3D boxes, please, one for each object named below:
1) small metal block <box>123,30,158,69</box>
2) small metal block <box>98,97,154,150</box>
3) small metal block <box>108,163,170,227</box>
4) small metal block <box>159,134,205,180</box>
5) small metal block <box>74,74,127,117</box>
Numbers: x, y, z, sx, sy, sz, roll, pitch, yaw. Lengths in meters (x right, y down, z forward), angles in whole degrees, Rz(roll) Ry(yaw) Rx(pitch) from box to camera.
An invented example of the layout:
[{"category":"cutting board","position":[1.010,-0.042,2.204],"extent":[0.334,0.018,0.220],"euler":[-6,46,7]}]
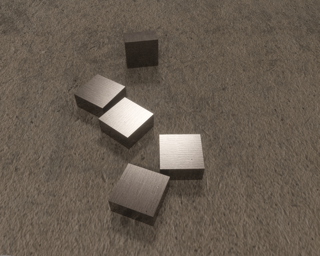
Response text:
[{"category":"small metal block","position":[-0.030,-0.124,0.491],"extent":[0.050,0.050,0.025],"euler":[-7,51,-7]},{"category":"small metal block","position":[-0.044,-0.007,0.409],"extent":[0.050,0.025,0.050],"euler":[31,56,23]},{"category":"small metal block","position":[-0.022,0.073,0.342],"extent":[0.050,0.025,0.050],"euler":[17,52,13]},{"category":"small metal block","position":[0.025,0.035,0.374],"extent":[0.050,0.025,0.050],"euler":[-1,50,-1]},{"category":"small metal block","position":[-0.084,-0.045,0.440],"extent":[0.050,0.025,0.050],"euler":[26,54,20]}]
